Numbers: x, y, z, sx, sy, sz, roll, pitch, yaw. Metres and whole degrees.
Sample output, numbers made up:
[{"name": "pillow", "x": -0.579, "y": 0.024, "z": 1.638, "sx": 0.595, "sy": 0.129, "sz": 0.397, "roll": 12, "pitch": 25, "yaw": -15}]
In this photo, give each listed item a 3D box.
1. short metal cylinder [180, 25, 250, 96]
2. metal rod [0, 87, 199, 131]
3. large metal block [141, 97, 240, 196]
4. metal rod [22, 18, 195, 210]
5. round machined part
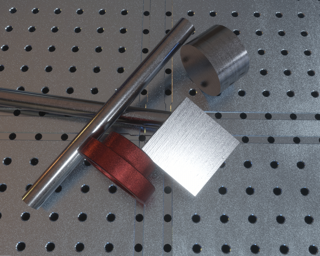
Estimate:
[{"name": "short metal cylinder", "x": 0.072, "y": -0.090, "z": 0.416, "sx": 0.050, "sy": 0.080, "sz": 0.080, "roll": -37, "pitch": 74, "yaw": -12}, {"name": "metal rod", "x": -0.098, "y": -0.026, "z": 0.419, "sx": 0.302, "sy": 0.025, "sz": 0.025, "roll": 8, "pitch": 70, "yaw": 2}, {"name": "large metal block", "x": 0.033, "y": 0.021, "z": 0.374, "sx": 0.080, "sy": 0.050, "sz": 0.080, "roll": 41, "pitch": 86, "yaw": -2}, {"name": "metal rod", "x": -0.060, "y": -0.023, "z": 0.392, "sx": 0.025, "sy": 0.025, "sz": 0.300, "roll": 39, "pitch": 83, "yaw": 12}, {"name": "round machined part", "x": -0.043, "y": 0.041, "z": 0.357, "sx": 0.098, "sy": 0.098, "sz": 0.042, "roll": 35, "pitch": 74, "yaw": 11}]
